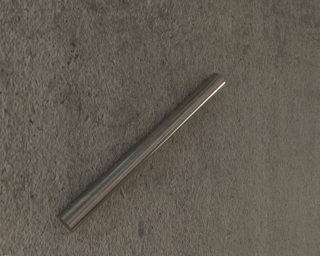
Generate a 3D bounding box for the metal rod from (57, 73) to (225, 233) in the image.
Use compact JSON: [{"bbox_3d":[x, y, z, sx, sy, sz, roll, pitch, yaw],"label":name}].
[{"bbox_3d":[-0.005,0.013,0.402,0.301,0.025,0.025,-43,116,-31],"label":"metal rod"}]
